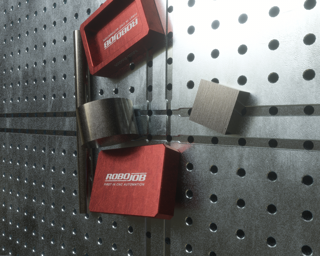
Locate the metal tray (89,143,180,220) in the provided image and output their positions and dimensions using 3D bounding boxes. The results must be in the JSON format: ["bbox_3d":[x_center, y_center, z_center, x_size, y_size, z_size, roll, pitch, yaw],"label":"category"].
[{"bbox_3d":[-0.038,0.073,0.420,0.130,0.030,0.090,-9,66,39],"label":"metal tray"}]

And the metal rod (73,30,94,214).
[{"bbox_3d":[-0.126,-0.011,0.513,0.025,0.025,0.298,-4,87,40],"label":"metal rod"}]

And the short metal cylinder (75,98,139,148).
[{"bbox_3d":[-0.074,-0.005,0.434,0.080,0.081,0.050,-21,77,38],"label":"short metal cylinder"}]

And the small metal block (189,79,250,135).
[{"bbox_3d":[0.067,-0.025,0.354,0.050,0.025,0.050,25,106,37],"label":"small metal block"}]

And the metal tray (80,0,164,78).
[{"bbox_3d":[-0.061,-0.142,0.456,0.130,0.030,0.090,-25,74,37],"label":"metal tray"}]

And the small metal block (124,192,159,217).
[{"bbox_3d":[-0.031,0.094,0.435,0.050,0.025,0.050,-24,75,37],"label":"small metal block"}]
